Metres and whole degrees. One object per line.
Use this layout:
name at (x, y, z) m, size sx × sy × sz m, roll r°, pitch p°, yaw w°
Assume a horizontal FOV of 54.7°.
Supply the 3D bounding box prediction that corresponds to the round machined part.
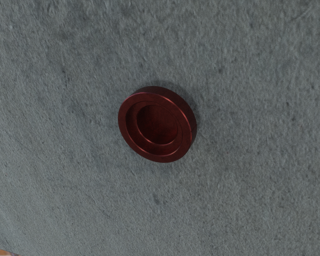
round machined part at (0.000, -0.008, 0.390) m, size 0.098 × 0.042 × 0.097 m, roll 13°, pitch 124°, yaw 20°
